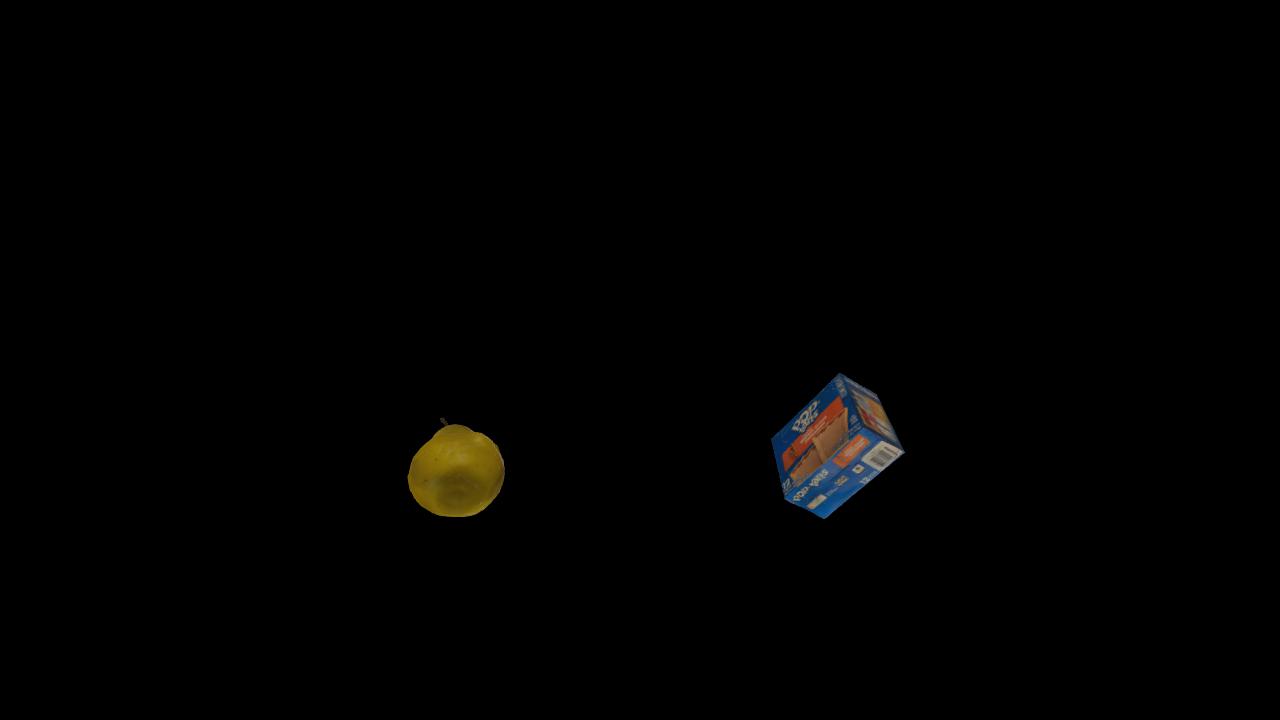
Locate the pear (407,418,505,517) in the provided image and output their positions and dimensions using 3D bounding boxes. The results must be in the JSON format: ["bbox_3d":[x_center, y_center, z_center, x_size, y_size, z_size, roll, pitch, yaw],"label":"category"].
[{"bbox_3d":[-0.162,0.088,0.551,0.080,0.080,0.111,0,26,-13],"label":"pear"}]

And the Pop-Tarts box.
[{"bbox_3d":[0.293,0.130,0.939,0.083,0.167,0.141,31,29,-16],"label":"Pop-Tarts box"}]
